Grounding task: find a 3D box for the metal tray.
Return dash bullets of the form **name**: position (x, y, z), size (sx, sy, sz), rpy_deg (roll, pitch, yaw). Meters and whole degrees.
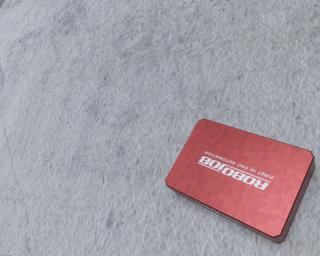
- **metal tray**: position (0.081, 0.049, 0.328), size (0.130, 0.030, 0.090), rpy_deg (20, 72, 35)
